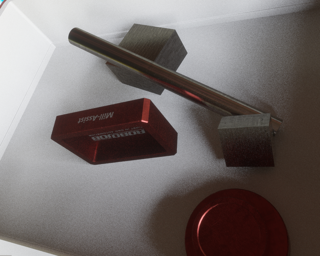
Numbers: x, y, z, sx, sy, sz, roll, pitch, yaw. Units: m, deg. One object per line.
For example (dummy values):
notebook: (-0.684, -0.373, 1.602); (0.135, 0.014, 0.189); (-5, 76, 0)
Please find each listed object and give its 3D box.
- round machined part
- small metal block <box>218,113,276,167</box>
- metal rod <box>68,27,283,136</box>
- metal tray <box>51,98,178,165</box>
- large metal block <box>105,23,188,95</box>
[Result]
round machined part: (0.069, 0.104, 0.294); (0.098, 0.042, 0.098); (-13, 56, 20)
small metal block: (0.093, 0.014, 0.328); (0.050, 0.050, 0.025); (-4, 30, 26)
metal rod: (0.004, -0.064, 0.389); (0.301, 0.025, 0.025); (28, 77, 20)
metal tray: (-0.054, 0.010, 0.384); (0.130, 0.090, 0.030); (-9, 58, 23)
large metal block: (-0.019, -0.104, 0.462); (0.080, 0.050, 0.080); (22, 73, 35)
